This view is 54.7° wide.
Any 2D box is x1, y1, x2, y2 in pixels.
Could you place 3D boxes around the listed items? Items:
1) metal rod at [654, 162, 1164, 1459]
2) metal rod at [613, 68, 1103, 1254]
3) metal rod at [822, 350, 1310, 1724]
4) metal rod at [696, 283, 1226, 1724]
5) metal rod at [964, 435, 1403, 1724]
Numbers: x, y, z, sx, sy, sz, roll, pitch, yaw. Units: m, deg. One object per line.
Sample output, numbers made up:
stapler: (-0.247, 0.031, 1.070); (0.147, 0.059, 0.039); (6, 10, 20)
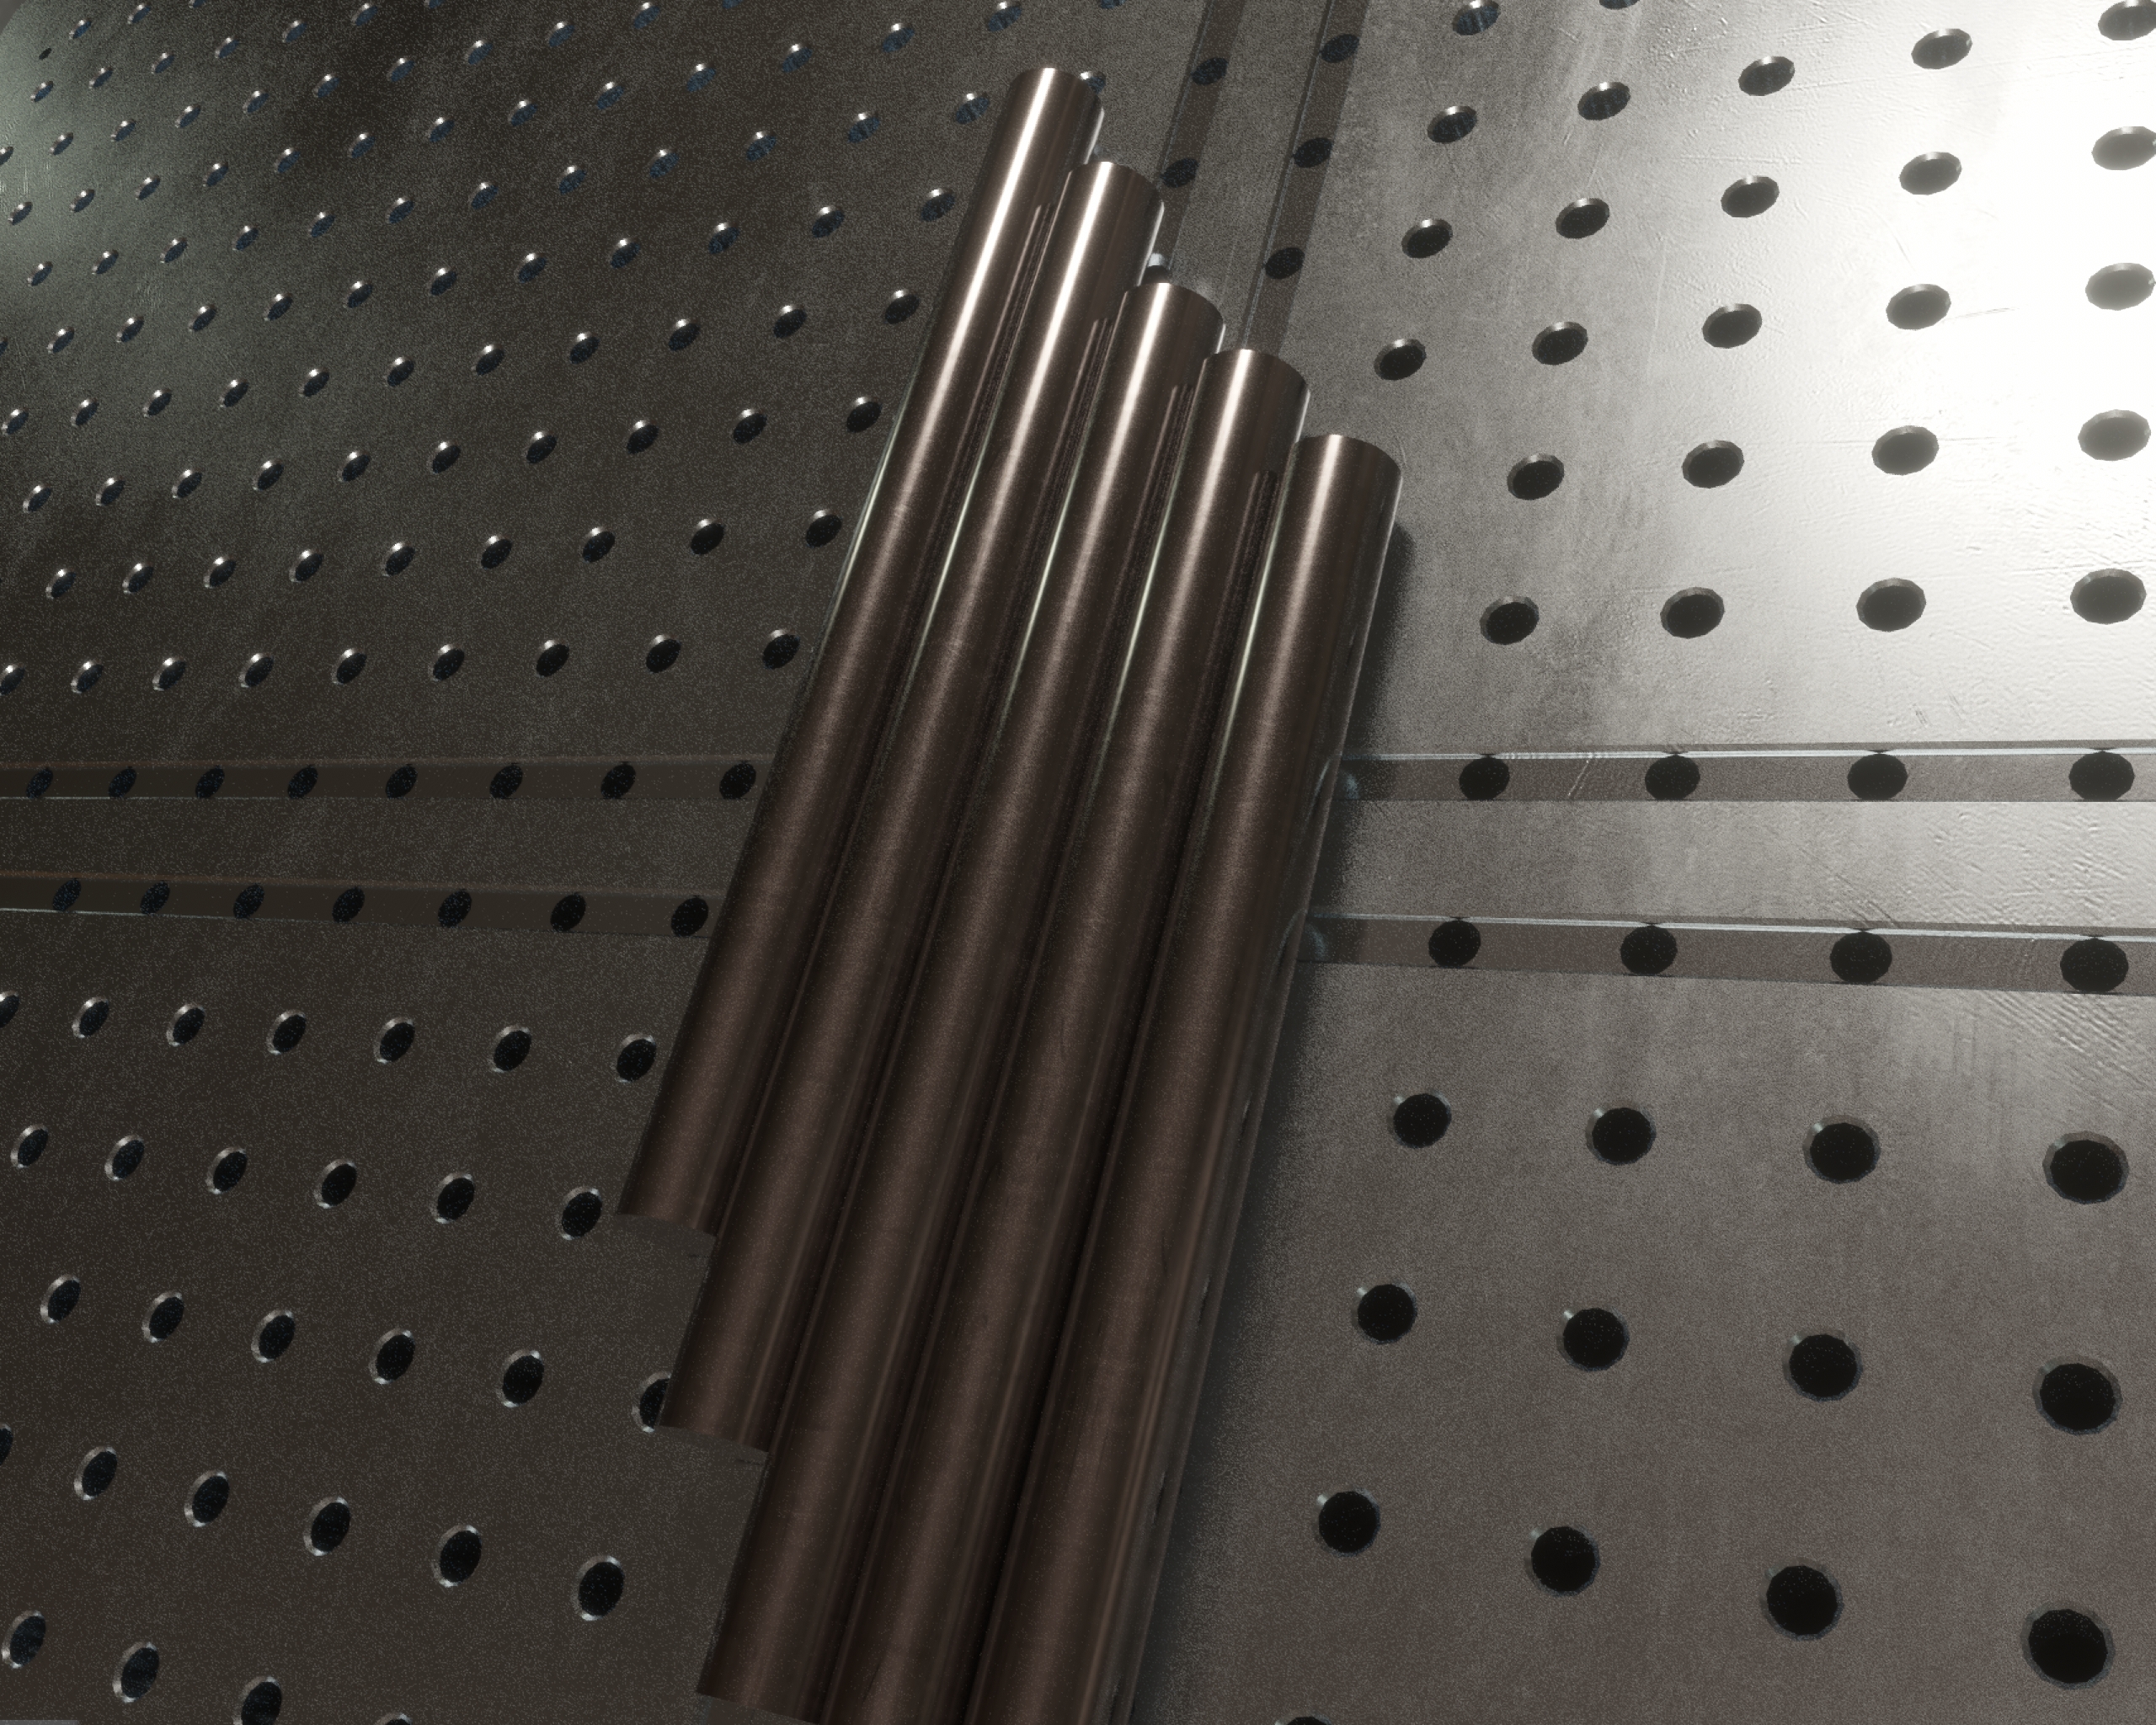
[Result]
metal rod: (-0.028, -0.027, 0.436); (0.025, 0.025, 0.300); (1, 62, 28)
metal rod: (-0.042, -0.059, 0.464); (0.025, 0.025, 0.300); (1, 62, 28)
metal rod: (0.001, 0.029, 0.387); (0.025, 0.025, 0.300); (1, 62, 28)
metal rod: (-0.015, 0.010, 0.408); (0.025, 0.025, 0.300); (1, 62, 28)
metal rod: (0.018, 0.052, 0.365); (0.025, 0.025, 0.300); (1, 62, 28)
